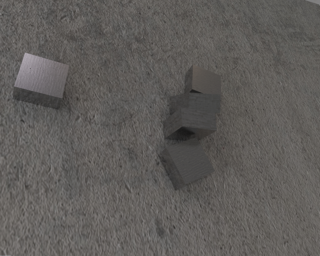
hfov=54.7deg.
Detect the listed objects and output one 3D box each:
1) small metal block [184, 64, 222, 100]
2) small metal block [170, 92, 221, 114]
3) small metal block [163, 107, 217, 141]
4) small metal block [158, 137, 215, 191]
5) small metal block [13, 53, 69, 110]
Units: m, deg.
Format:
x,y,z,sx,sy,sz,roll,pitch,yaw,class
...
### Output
x,y,z,sx,sy,sz,roll,pitch,yaw,class
0.066,-0.064,0.478,0.050,0.025,0.050,18,55,-18,small metal block
0.048,-0.032,0.429,0.050,0.050,0.025,0,89,-28,small metal block
0.038,-0.003,0.408,0.050,0.050,0.025,7,68,-25,small metal block
0.034,0.045,0.394,0.050,0.025,0.050,-16,70,-35,small metal block
-0.138,-0.054,0.362,0.050,0.025,0.050,14,56,-21,small metal block
